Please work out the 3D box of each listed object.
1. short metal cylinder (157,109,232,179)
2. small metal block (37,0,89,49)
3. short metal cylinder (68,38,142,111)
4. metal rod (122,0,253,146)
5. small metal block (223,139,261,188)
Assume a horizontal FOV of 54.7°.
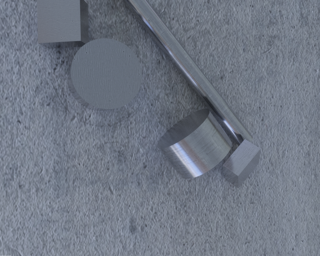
[{"bbox_3d":[0.044,0.019,0.397,0.080,0.080,0.050,-41,103,-16],"label":"short metal cylinder"},{"bbox_3d":[-0.111,-0.121,0.357,0.050,0.025,0.050,-1,90,7],"label":"small metal block"},{"bbox_3d":[-0.067,-0.061,0.371,0.081,0.050,0.079,0,90,-21],"label":"short metal cylinder"},{"bbox_3d":[0.031,-0.090,0.421,0.025,0.025,0.300,-45,104,-15],"label":"metal rod"},{"bbox_3d":[0.116,0.051,0.439,0.025,0.050,0.050,36,74,29],"label":"small metal block"}]
